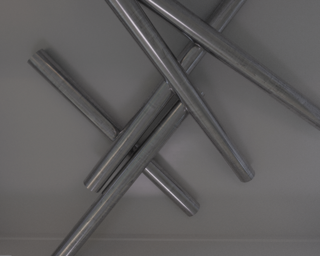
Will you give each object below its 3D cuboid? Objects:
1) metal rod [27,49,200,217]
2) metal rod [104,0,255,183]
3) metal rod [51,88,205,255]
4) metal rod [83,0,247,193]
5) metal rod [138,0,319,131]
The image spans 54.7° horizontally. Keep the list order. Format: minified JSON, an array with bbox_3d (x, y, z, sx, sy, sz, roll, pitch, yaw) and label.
[{"bbox_3d":[-0.051,0.016,0.416,0.025,0.025,0.300,-40,106,13],"label":"metal rod"},{"bbox_3d":[0.038,-0.033,0.364,0.025,0.025,0.300,-34,120,11],"label":"metal rod"},{"bbox_3d":[-0.047,0.067,0.401,0.025,0.025,0.299,38,94,-13],"label":"metal rod"},{"bbox_3d":[0.002,-0.041,0.378,0.025,0.025,0.299,36,99,-12],"label":"metal rod"},{"bbox_3d":[0.100,-0.072,0.359,0.301,0.025,0.025,29,108,-20],"label":"metal rod"}]
